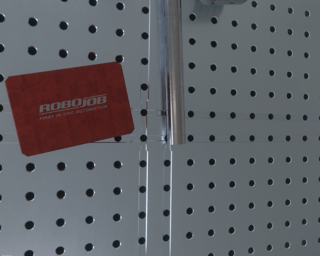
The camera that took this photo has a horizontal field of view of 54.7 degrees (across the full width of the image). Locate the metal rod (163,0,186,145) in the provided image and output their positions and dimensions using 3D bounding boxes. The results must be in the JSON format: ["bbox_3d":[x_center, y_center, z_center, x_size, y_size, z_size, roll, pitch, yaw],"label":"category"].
[{"bbox_3d":[0.018,-0.127,0.419,0.025,0.025,0.298,-2,91,-20],"label":"metal rod"}]

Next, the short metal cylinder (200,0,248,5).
[{"bbox_3d":[0.087,-0.208,0.415,0.050,0.080,0.079,-9,93,-20],"label":"short metal cylinder"}]

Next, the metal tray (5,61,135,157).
[{"bbox_3d":[-0.104,-0.025,0.372,0.131,0.030,0.089,-13,95,-20],"label":"metal tray"}]
